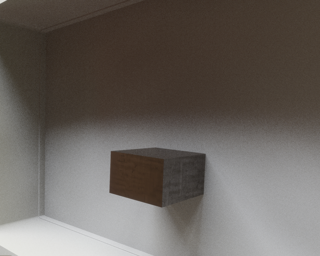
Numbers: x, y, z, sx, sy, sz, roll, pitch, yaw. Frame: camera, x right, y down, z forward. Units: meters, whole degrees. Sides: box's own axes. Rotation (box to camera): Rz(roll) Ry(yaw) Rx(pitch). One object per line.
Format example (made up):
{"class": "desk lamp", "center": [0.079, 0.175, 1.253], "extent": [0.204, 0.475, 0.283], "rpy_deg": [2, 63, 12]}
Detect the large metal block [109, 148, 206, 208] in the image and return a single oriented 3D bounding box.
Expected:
{"class": "large metal block", "center": [-0.002, 0.054, 0.371], "extent": [0.080, 0.081, 0.050], "rpy_deg": [4, 93, 39]}
